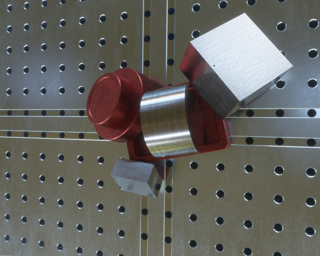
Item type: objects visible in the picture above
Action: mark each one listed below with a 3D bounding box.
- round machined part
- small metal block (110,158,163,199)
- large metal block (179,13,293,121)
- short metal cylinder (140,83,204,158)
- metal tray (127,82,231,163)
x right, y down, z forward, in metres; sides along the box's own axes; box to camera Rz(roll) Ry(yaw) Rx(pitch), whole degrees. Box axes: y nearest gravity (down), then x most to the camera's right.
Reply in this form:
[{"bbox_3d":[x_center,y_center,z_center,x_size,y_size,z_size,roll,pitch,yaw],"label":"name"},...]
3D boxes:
[{"bbox_3d":[-0.058,-0.033,0.400,0.098,0.042,0.098,-16,66,39],"label":"round machined part"},{"bbox_3d":[-0.029,0.066,0.403,0.050,0.050,0.025,8,59,20],"label":"small metal block"},{"bbox_3d":[0.082,-0.068,0.345,0.080,0.050,0.080,-32,78,-20],"label":"large metal block"},{"bbox_3d":[0.017,-0.008,0.360,0.050,0.080,0.080,-9,87,19],"label":"short metal cylinder"},{"bbox_3d":[0.018,-0.007,0.401,0.130,0.030,0.089,-12,86,19],"label":"metal tray"}]
